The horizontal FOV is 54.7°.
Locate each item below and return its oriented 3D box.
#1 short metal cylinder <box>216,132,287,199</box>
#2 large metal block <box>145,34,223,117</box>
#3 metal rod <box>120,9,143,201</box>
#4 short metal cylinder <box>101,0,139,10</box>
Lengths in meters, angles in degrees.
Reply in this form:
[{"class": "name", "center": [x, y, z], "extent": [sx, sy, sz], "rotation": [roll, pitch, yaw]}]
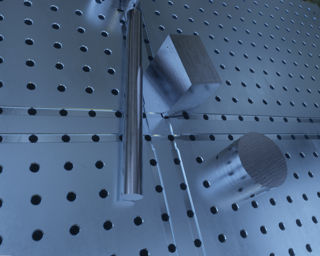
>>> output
[{"class": "short metal cylinder", "center": [0.126, 0.052, 0.428], "extent": [0.081, 0.050, 0.080], "rotation": [14, 56, -21]}, {"class": "large metal block", "center": [0.029, -0.071, 0.432], "extent": [0.050, 0.080, 0.080], "rotation": [-8, 66, -32]}, {"class": "metal rod", "center": [-0.036, -0.052, 0.420], "extent": [0.025, 0.025, 0.299], "rotation": [12, 57, -22]}, {"class": "short metal cylinder", "center": [-0.064, -0.241, 0.505], "extent": [0.081, 0.050, 0.080], "rotation": [14, 56, -21]}]
